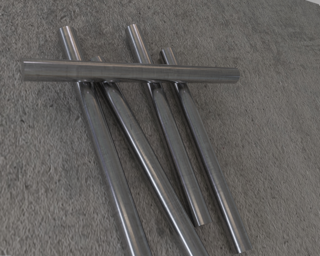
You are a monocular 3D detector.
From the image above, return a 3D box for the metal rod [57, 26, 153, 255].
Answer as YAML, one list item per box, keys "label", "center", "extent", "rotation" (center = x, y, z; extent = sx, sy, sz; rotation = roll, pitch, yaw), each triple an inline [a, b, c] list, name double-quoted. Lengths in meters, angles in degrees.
- label: "metal rod"
  center: [-0.072, 0.003, 0.362]
  extent: [0.025, 0.025, 0.299]
  rotation: [-9, 66, -32]

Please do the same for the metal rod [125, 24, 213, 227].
- label: "metal rod"
  center: [0.004, -0.018, 0.416]
  extent: [0.025, 0.025, 0.299]
  rotation: [-5, 64, -31]

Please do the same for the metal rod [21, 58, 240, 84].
- label: "metal rod"
  center: [-0.015, -0.072, 0.405]
  extent: [0.303, 0.025, 0.025]
  rotation: [-4, 64, -30]

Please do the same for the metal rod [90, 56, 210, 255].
- label: "metal rod"
  center: [-0.016, 0.039, 0.371]
  extent: [0.025, 0.025, 0.299]
  rotation: [-18, 71, -35]

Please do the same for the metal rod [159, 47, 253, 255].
- label: "metal rod"
  center: [0.055, 0.015, 0.423]
  extent: [0.025, 0.025, 0.299]
  rotation: [-5, 64, -30]
